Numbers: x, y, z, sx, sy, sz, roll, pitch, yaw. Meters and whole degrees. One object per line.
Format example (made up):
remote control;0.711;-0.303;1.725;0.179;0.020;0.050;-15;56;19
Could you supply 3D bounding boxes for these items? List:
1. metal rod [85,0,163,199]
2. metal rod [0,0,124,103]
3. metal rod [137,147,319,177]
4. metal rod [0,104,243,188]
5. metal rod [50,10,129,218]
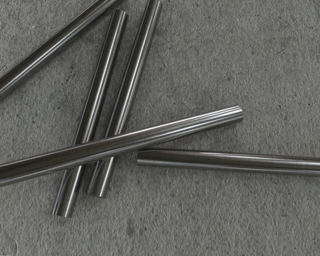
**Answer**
metal rod;-0.043;-0.054;0.427;0.025;0.025;0.299;13;70;4
metal rod;-0.157;-0.116;0.449;0.025;0.025;0.301;41;75;13
metal rod;0.123;0.045;0.392;0.302;0.025;0.025;4;70;1
metal rod;-0.037;0.017;0.378;0.302;0.025;0.025;-14;71;-15
metal rod;-0.089;-0.033;0.419;0.025;0.025;0.299;11;70;4
